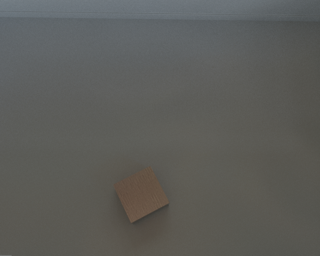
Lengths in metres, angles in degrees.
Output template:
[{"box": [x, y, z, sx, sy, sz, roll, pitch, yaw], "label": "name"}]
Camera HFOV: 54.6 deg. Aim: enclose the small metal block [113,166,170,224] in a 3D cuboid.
[{"box": [-0.022, 0.082, 0.380, 0.050, 0.025, 0.050, -26, 72, -9], "label": "small metal block"}]
